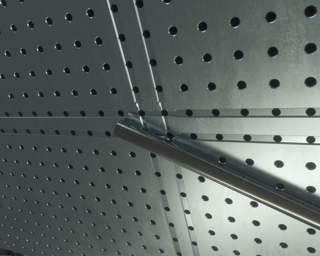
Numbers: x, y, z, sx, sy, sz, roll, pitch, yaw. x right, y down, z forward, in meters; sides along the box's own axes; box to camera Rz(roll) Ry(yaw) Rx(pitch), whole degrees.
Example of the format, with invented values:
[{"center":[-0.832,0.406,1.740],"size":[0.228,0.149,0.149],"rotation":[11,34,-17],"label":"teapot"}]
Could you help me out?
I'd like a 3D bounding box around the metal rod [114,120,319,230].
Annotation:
[{"center":[0.075,0.059,0.406],"size":[0.301,0.025,0.025],"rotation":[24,127,13],"label":"metal rod"}]
